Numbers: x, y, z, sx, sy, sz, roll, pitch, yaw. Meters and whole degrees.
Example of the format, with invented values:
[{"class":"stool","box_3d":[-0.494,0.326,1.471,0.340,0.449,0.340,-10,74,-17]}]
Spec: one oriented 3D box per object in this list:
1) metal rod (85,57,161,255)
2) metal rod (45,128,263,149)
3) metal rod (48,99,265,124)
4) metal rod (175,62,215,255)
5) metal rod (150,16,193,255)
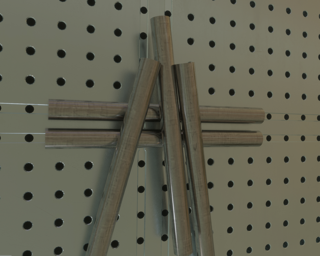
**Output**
[{"class":"metal rod","box_3d":[-0.052,0.063,0.375,0.025,0.025,0.298,15,92,-20]},{"class":"metal rod","box_3d":[0.007,0.014,0.417,0.303,0.025,0.025,1,90,-21]},{"class":"metal rod","box_3d":[0.010,-0.020,0.418,0.303,0.025,0.025,1,90,-21]},{"class":"metal rod","box_3d":[0.050,0.065,0.412,0.025,0.025,0.298,-11,101,-20]},{"class":"metal rod","box_3d":[0.015,0.012,0.393,0.025,0.025,0.298,-7,93,-20]}]
